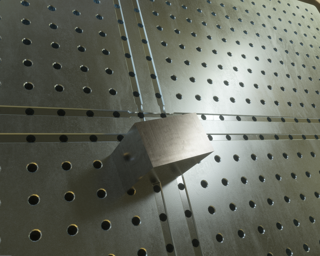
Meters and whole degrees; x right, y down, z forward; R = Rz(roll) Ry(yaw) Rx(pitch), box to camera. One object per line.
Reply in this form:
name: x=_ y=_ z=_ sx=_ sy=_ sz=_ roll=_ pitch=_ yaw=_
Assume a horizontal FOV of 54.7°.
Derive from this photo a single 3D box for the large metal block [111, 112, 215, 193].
large metal block: x=0.000 y=0.028 z=0.357 sx=0.081 sy=0.080 sz=0.050 roll=-11 pitch=68 yaw=-33
